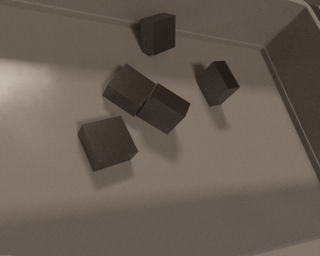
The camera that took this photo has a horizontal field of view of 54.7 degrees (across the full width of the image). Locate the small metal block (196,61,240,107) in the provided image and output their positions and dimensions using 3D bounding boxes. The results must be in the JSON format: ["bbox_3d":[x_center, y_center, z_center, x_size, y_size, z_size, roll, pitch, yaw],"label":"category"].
[{"bbox_3d":[0.089,-0.069,0.482,0.025,0.050,0.050,-12,68,-33],"label":"small metal block"}]

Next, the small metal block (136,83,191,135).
[{"bbox_3d":[0.004,-0.024,0.408,0.050,0.050,0.025,31,52,-9],"label":"small metal block"}]

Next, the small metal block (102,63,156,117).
[{"bbox_3d":[-0.041,-0.051,0.417,0.050,0.025,0.050,34,51,-6],"label":"small metal block"}]

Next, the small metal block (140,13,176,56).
[{"bbox_3d":[-0.002,-0.145,0.475,0.025,0.050,0.050,25,42,34],"label":"small metal block"}]

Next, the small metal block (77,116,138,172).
[{"bbox_3d":[-0.061,0.018,0.363,0.050,0.025,0.050,-15,70,-35],"label":"small metal block"}]
